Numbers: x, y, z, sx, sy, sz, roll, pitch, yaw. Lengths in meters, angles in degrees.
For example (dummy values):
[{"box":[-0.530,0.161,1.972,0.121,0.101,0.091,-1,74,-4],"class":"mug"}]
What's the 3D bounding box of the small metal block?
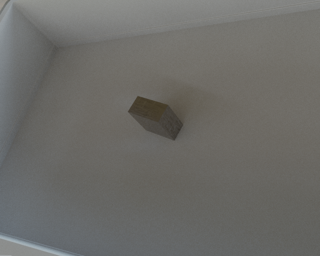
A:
[{"box":[-0.005,-0.012,0.401,0.050,0.050,0.025,20,72,35],"class":"small metal block"}]
